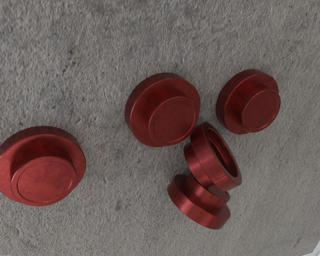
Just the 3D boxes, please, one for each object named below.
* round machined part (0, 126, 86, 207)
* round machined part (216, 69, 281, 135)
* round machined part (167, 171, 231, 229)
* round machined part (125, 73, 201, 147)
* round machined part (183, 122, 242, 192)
[{"bbox_3d":[-0.133,0.050,0.354,0.099,0.042,0.097,-14,124,-21],"label":"round machined part"},{"bbox_3d":[0.134,-0.032,0.449,0.099,0.042,0.097,-14,124,-21],"label":"round machined part"},{"bbox_3d":[0.063,0.098,0.455,0.099,0.098,0.042,23,106,-37],"label":"round machined part"},{"bbox_3d":[0.009,-0.016,0.390,0.099,0.042,0.097,-14,124,-21],"label":"round machined part"},{"bbox_3d":[0.069,0.043,0.429,0.042,0.098,0.098,-32,132,21],"label":"round machined part"}]
